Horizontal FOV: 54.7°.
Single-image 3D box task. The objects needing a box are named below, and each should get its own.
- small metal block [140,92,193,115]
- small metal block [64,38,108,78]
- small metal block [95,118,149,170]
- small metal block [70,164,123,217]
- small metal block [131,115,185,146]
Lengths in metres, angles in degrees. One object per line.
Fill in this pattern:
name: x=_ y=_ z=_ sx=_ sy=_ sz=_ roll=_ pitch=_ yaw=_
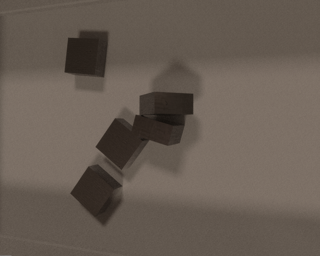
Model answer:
small metal block: x=0.007 y=-0.029 z=0.383 sx=0.050 sy=0.050 sz=0.025 roll=0 pitch=90 yaw=-24
small metal block: x=-0.106 y=-0.101 z=0.447 sx=0.050 sy=0.025 sz=0.050 roll=8 pitch=93 yaw=19
small metal block: x=-0.052 y=0.021 z=0.428 sx=0.050 sy=0.025 sz=0.050 roll=39 pitch=102 yaw=15
small metal block: x=-0.091 y=0.088 z=0.441 sx=0.050 sy=0.025 sz=0.050 roll=38 pitch=102 yaw=15
small metal block: x=-0.002 y=0.002 z=0.397 sx=0.050 sy=0.050 sz=0.025 roll=17 pitch=97 yaw=19
